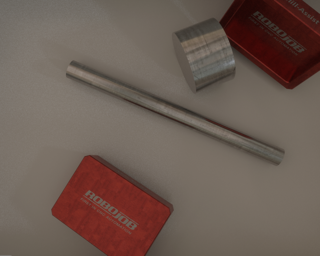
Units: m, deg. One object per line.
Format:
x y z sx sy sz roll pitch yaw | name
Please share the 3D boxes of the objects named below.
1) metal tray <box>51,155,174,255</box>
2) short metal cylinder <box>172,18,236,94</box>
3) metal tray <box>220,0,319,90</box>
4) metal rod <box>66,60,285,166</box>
-0.060 0.104 0.395 0.130 0.030 0.090 31 89 11 | metal tray
0.053 -0.089 0.385 0.050 0.080 0.080 -21 90 0 | short metal cylinder
0.142 -0.114 0.378 0.130 0.090 0.030 38 64 -1 | metal tray
0.021 -0.019 0.411 0.301 0.025 0.025 23 90 -1 | metal rod
